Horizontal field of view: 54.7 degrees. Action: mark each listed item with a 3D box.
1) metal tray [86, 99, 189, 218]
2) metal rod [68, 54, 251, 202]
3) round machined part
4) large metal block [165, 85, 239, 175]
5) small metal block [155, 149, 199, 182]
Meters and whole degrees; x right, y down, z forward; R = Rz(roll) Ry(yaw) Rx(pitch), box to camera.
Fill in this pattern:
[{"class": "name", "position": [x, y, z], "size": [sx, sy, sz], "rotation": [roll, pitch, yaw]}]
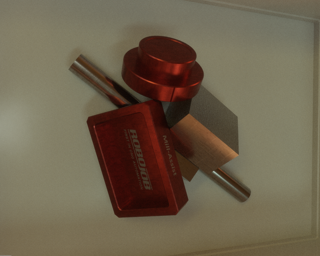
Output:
[{"class": "metal tray", "position": [-0.027, 0.038, 0.367], "size": [0.030, 0.090, 0.129], "rotation": [-26, 102, -60]}, {"class": "metal rod", "position": [0.011, 0.010, 0.414], "size": [0.301, 0.025, 0.025], "rotation": [38, 78, -16]}, {"class": "round machined part", "position": [0.006, -0.077, 0.371], "size": [0.099, 0.098, 0.042], "rotation": [-2, 131, -20]}, {"class": "large metal block", "position": [0.053, -0.002, 0.396], "size": [0.080, 0.050, 0.080], "rotation": [39, 35, -16]}, {"class": "small metal block", "position": [0.017, 0.042, 0.403], "size": [0.050, 0.050, 0.025], "rotation": [40, 77, -16]}]
